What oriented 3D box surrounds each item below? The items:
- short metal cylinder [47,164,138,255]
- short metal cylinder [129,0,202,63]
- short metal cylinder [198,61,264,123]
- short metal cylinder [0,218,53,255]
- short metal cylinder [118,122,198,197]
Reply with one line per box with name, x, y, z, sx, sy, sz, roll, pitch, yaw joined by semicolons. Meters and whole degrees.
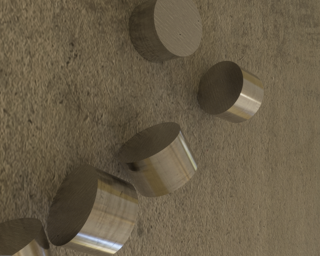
short metal cylinder;-0.068;0.083;0.312;0.050;0.080;0.080;33;69;-35
short metal cylinder;0.008;-0.127;0.395;0.081;0.050;0.080;0;90;-40
short metal cylinder;0.102;-0.052;0.454;0.050;0.080;0.080;17;79;-39
short metal cylinder;-0.132;0.118;0.258;0.081;0.080;0.050;-22;105;-38
short metal cylinder;-0.002;0.036;0.367;0.080;0.080;0.050;-41;116;-32
